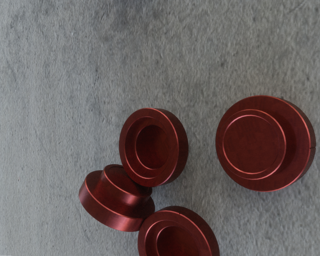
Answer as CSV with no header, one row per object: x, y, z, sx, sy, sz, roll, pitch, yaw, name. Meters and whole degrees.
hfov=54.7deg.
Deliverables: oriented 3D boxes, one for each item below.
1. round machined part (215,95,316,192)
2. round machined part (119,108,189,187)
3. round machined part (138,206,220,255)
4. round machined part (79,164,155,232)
0.099,0.016,0.312,0.098,0.042,0.097,0,90,39,round machined part
-0.004,0.024,0.395,0.098,0.042,0.097,0,90,39,round machined part
0.025,0.140,0.366,0.098,0.042,0.097,3,95,33,round machined part
-0.049,0.082,0.397,0.098,0.099,0.042,38,107,33,round machined part
